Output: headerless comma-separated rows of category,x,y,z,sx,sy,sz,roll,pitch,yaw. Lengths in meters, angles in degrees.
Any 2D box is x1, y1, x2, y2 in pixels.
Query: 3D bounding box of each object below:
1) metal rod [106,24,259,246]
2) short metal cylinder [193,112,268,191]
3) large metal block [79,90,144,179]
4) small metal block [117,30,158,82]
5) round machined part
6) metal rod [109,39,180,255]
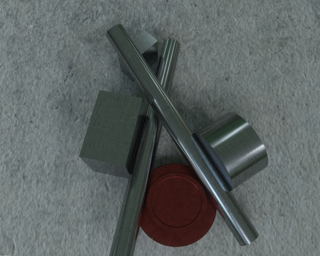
metal rod,0.022,0.002,0.372,0.025,0.025,0.299,-31,82,-11
short metal cylinder,0.082,0.028,0.371,0.050,0.080,0.080,-31,73,-11
large metal block,-0.053,0.011,0.375,0.050,0.080,0.080,11,70,4
small metal block,-0.030,-0.099,0.432,0.050,0.050,0.025,-43,76,-14
round machined part,0.019,0.090,0.368,0.099,0.042,0.098,0,70,-1
metal rod,-0.012,0.009,0.390,0.025,0.025,0.300,11,64,4
